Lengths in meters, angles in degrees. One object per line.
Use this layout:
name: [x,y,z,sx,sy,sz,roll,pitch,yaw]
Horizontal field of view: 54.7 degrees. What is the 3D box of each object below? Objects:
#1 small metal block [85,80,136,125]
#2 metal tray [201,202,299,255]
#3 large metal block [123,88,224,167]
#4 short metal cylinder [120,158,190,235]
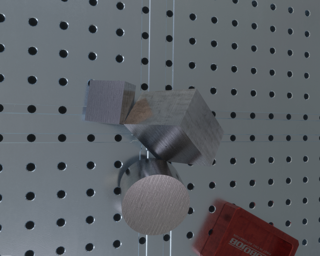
small metal block: [-0.060,-0.030,0.375,0.025,0.050,0.050,12,85,-64]
metal tray: [0.136,0.180,0.460,0.130,0.030,0.090,32,80,-17]
large metal block: [0.019,0.000,0.371,0.080,0.080,0.050,50,55,-39]
short metal cylinder: [-0.008,0.084,0.384,0.081,0.050,0.079,-3,107,-10]
